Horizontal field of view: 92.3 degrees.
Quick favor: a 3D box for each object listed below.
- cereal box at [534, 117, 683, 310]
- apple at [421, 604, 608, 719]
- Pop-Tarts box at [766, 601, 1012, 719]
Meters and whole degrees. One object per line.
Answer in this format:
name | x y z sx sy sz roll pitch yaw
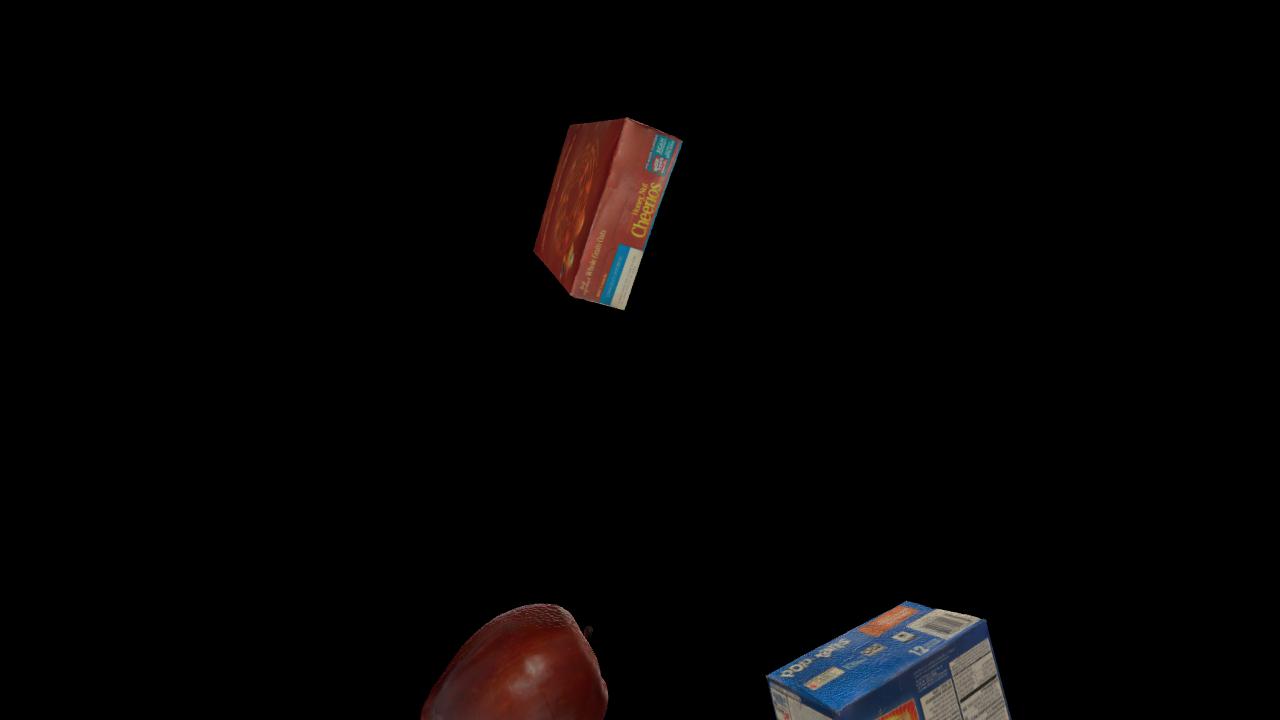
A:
cereal box | -0.059 -0.202 0.809 0.081 0.203 0.306 14 14 -23
apple | -0.062 0.169 0.317 0.093 0.079 0.079 -27 12 -26
Pop-Tarts box | 0.202 0.294 0.484 0.167 0.141 0.083 -12 -3 -26
